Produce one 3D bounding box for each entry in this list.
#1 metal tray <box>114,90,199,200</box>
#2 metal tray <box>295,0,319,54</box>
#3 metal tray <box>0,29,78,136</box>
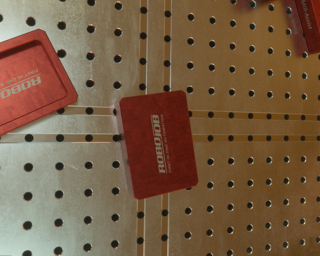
[{"bbox_3d":[-0.004,0.020,0.410,0.091,0.030,0.129,-10,94,-20],"label":"metal tray"},{"bbox_3d":[0.276,-0.198,0.514,0.091,0.030,0.129,-21,97,-19],"label":"metal tray"},{"bbox_3d":[-0.172,-0.044,0.346,0.131,0.030,0.090,-28,100,-18],"label":"metal tray"}]
